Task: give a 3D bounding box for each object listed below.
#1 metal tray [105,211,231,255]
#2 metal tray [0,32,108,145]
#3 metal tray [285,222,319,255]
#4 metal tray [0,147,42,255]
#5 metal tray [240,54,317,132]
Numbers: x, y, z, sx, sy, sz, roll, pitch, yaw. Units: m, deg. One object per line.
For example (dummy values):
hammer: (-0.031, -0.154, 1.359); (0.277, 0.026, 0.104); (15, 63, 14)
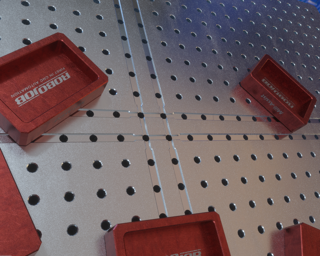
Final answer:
metal tray: (0.014, 0.142, 0.326); (0.131, 0.030, 0.090); (1, 61, -28)
metal tray: (-0.137, -0.051, 0.362); (0.090, 0.030, 0.131); (44, 51, 2)
metal tray: (0.230, 0.193, 0.414); (0.131, 0.030, 0.090); (25, 53, -13)
metal tray: (-0.174, 0.069, 0.270); (0.091, 0.030, 0.130); (-20, 73, -36)
metal tray: (0.218, -0.066, 0.565); (0.130, 0.030, 0.090); (43, 51, 1)
